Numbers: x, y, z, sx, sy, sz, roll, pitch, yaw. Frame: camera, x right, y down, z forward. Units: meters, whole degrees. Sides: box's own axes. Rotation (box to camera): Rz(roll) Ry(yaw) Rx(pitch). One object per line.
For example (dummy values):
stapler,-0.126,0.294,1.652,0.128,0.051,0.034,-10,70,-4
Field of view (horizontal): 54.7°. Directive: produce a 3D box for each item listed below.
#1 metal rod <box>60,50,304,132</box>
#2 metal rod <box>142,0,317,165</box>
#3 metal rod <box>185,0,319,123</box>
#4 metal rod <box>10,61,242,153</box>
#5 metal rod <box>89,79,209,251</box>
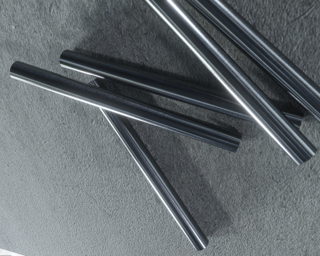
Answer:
metal rod,0.010,-0.049,0.371,0.301,0.025,0.025,18,126,17
metal rod,0.044,-0.082,0.313,0.300,0.025,0.025,47,129,2
metal rod,0.093,-0.082,0.306,0.300,0.025,0.025,42,129,-1
metal rod,-0.048,-0.029,0.389,0.301,0.025,0.025,18,126,8
metal rod,-0.013,0.060,0.450,0.025,0.025,0.299,-23,106,36
